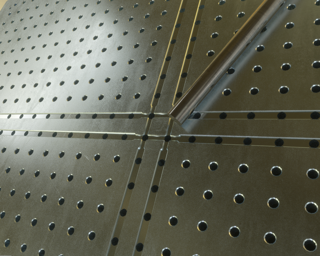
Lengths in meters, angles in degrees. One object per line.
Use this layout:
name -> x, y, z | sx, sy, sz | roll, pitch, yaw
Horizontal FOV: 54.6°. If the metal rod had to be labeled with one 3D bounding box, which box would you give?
metal rod -> 0.115, -0.124, 0.424 | 0.025, 0.025, 0.300 | 35, 81, 38
